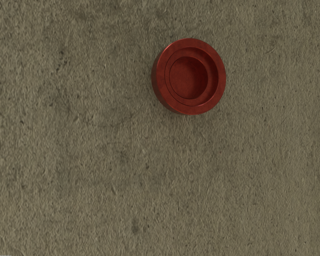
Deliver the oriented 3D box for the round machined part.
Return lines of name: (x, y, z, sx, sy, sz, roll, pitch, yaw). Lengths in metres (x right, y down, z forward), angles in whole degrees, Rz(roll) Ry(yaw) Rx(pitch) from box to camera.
round machined part: (0.035, -0.066, 0.412, 0.099, 0.042, 0.097, 0, 90, -20)
